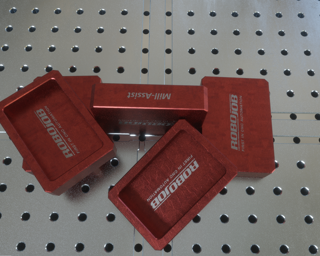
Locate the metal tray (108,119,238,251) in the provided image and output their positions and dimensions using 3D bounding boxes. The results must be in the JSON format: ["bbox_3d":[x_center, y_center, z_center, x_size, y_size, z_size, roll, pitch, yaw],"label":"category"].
[{"bbox_3d":[0.015,0.065,0.366,0.130,0.030,0.090,-46,77,2],"label":"metal tray"}]

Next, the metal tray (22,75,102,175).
[{"bbox_3d":[-0.123,-0.005,0.409,0.091,0.030,0.129,-1,71,-1],"label":"metal tray"}]

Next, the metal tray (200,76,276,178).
[{"bbox_3d":[0.098,-0.003,0.410,0.091,0.030,0.130,3,70,0],"label":"metal tray"}]

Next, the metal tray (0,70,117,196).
[{"bbox_3d":[-0.125,0.003,0.373,0.090,0.030,0.130,-36,75,-13],"label":"metal tray"}]

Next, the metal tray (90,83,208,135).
[{"bbox_3d":[-0.012,-0.020,0.383,0.131,0.090,0.030,1,70,0],"label":"metal tray"}]
